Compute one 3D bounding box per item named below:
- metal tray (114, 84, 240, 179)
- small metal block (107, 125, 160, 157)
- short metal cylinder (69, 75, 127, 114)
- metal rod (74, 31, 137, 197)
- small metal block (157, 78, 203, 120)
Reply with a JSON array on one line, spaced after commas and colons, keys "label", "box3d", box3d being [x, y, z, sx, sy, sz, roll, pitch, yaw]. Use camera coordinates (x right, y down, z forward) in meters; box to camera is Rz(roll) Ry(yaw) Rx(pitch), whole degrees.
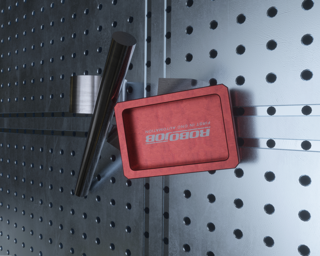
[{"label": "metal tray", "box3d": [0.019, 0.006, 0.352, 0.130, 0.030, 0.089, -9, 89, 16]}, {"label": "small metal block", "box3d": [-0.034, 0.017, 0.419, 0.050, 0.050, 0.025, 29, 108, 36]}, {"label": "short metal cylinder", "box3d": [-0.088, -0.045, 0.444, 0.080, 0.081, 0.050, 4, 92, 39]}, {"label": "metal rod", "box3d": [-0.084, 0.007, 0.415, 0.025, 0.025, 0.298, 53, 140, 26]}, {"label": "small metal block", "box3d": [0.023, -0.036, 0.388, 0.050, 0.025, 0.050, 9, 96, 39]}]
